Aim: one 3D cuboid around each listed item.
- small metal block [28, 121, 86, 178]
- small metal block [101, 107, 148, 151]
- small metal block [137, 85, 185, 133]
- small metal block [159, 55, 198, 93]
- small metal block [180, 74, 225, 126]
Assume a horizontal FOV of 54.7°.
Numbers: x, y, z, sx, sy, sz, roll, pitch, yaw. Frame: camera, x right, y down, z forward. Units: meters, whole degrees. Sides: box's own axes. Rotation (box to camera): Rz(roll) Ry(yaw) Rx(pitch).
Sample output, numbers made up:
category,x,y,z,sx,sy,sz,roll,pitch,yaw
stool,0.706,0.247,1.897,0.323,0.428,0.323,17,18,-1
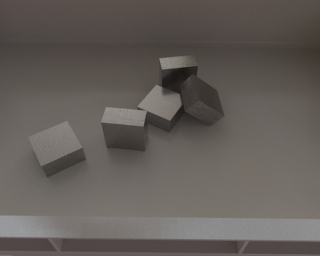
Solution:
category,x,y,z,sx,sy,sz,roll,pitch,yaw
small metal block,-0.127,0.025,0.383,0.050,0.025,0.050,-26,55,-20
small metal block,-0.042,0.002,0.387,0.050,0.050,0.025,5,50,4
small metal block,0.004,-0.027,0.428,0.050,0.025,0.050,24,54,19
small metal block,0.026,-0.077,0.453,0.050,0.050,0.025,-7,51,-6
small metal block,0.057,-0.038,0.419,0.050,0.025,0.050,27,40,-33
